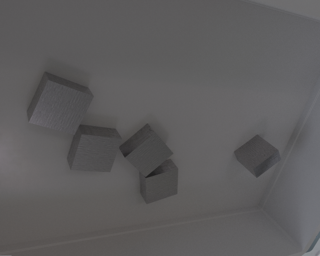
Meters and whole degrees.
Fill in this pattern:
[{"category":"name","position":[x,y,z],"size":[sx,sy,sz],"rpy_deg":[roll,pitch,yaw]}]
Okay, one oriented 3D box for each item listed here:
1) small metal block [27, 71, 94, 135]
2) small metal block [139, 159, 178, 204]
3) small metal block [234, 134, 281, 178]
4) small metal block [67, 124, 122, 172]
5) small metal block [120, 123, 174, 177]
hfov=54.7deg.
[{"category":"small metal block","position":[-0.108,-0.026,0.334],"size":[0.050,0.025,0.050],"rpy_deg":[19,108,-36]},{"category":"small metal block","position":[-0.002,0.078,0.456],"size":[0.050,0.025,0.050],"rpy_deg":[-14,124,-21]},{"category":"small metal block","position":[0.159,0.045,0.507],"size":[0.050,0.050,0.025],"rpy_deg":[-35,129,-5]},{"category":"small metal block","position":[-0.081,0.026,0.380],"size":[0.050,0.025,0.050],"rpy_deg":[8,114,-32]},{"category":"small metal block","position":[-0.018,0.030,0.417],"size":[0.050,0.025,0.050],"rpy_deg":[-40,130,-1]}]
